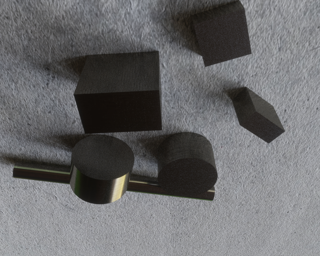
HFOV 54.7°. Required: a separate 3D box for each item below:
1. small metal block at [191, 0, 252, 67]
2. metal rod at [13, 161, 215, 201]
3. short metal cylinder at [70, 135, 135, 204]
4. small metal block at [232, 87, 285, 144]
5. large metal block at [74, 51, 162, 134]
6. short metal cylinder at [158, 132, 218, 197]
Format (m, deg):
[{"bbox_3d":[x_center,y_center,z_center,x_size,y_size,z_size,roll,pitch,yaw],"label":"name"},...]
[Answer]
[{"bbox_3d":[0.065,-0.098,0.325,0.050,0.025,0.050,-14,129,11],"label":"small metal block"},{"bbox_3d":[-0.064,0.083,0.476,0.302,0.025,0.025,8,130,-8],"label":"metal rod"},{"bbox_3d":[-0.078,0.054,0.416,0.081,0.080,0.050,10,129,-9],"label":"short metal cylinder"},{"bbox_3d":[0.119,-0.016,0.379,0.050,0.050,0.025,29,124,-23],"label":"small metal block"},{"bbox_3d":[-0.040,-0.040,0.336,0.080,0.080,0.050,-3,130,2],"label":"large metal block"},{"bbox_3d":[0.037,0.052,0.436,0.081,0.050,0.079,0,130,0],"label":"short metal cylinder"}]
